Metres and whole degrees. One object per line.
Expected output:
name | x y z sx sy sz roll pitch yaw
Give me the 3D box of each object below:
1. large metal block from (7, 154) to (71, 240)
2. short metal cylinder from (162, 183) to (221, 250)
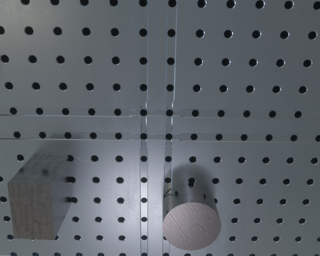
large metal block | -0.157 0.090 0.416 0.050 0.080 0.079 3 110 -1
short metal cylinder | 0.044 0.127 0.447 0.081 0.050 0.079 0 110 0
